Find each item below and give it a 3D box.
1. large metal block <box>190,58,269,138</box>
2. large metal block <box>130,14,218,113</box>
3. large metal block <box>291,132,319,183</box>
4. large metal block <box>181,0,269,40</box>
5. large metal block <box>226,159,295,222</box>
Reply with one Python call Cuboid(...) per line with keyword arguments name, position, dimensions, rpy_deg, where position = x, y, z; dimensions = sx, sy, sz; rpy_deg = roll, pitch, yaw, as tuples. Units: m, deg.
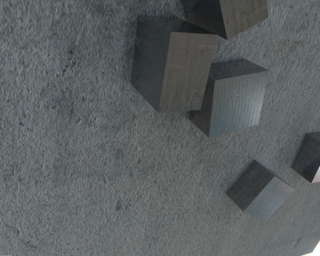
Cuboid(name="large metal block", position=(0.090, -0.042, 0.413), dimensions=(0.081, 0.050, 0.079), rpy_deg=(-13, 124, -21))
Cuboid(name="large metal block", position=(0.010, -0.071, 0.332), dimensions=(0.050, 0.080, 0.079), rpy_deg=(-5, 121, -26))
Cuboid(name="large metal block", position=(0.313, 0.054, 0.595), dimensions=(0.081, 0.050, 0.079), rpy_deg=(-3, 120, -27))
Cuboid(name="large metal block", position=(0.058, -0.146, 0.312), dimensions=(0.050, 0.080, 0.080), rpy_deg=(-31, 129, -9))
Cuboid(name="large metal block", position=(0.181, 0.115, 0.560), dimensions=(0.080, 0.050, 0.080), rpy_deg=(31, 101, -38))
